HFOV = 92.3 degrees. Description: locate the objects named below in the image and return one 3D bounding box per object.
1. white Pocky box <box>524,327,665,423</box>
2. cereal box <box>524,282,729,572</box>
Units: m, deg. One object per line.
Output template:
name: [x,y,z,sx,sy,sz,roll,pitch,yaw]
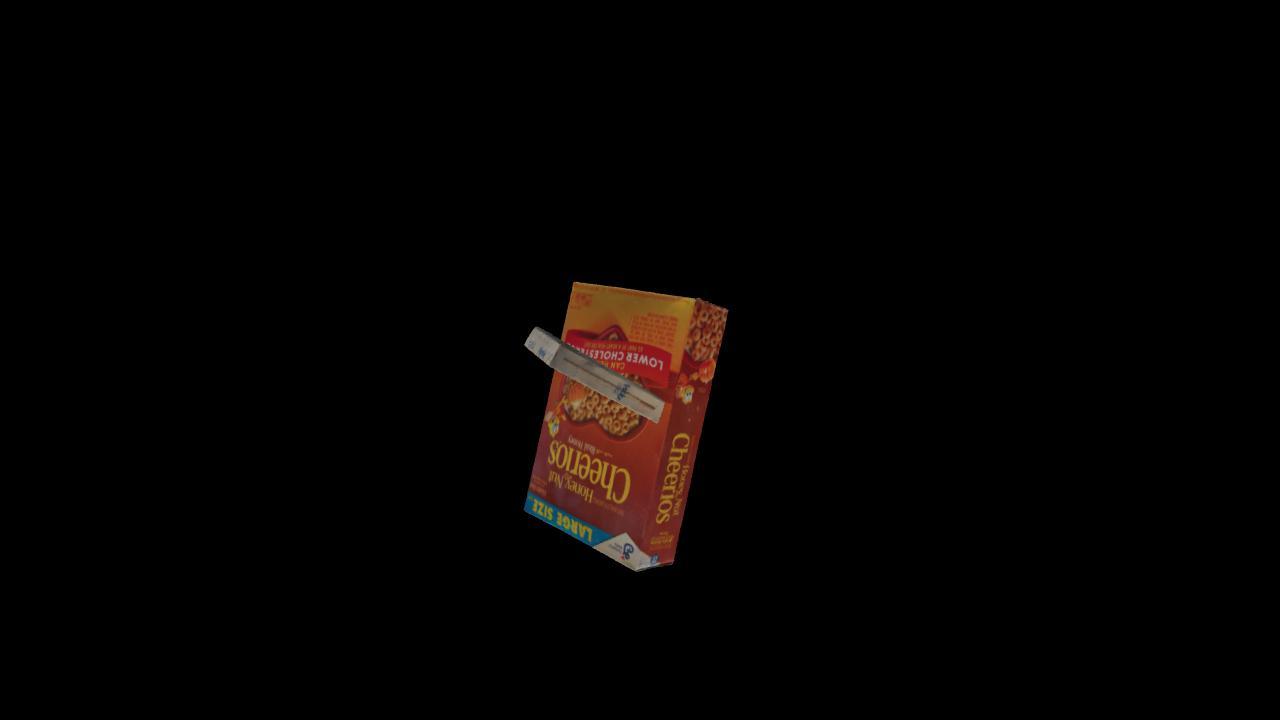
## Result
white Pocky box: [-0.044,0.017,0.656,0.154,0.028,0.084,31,-2,-32]
cereal box: [-0.024,0.068,0.740,0.203,0.306,0.081,14,1,42]
